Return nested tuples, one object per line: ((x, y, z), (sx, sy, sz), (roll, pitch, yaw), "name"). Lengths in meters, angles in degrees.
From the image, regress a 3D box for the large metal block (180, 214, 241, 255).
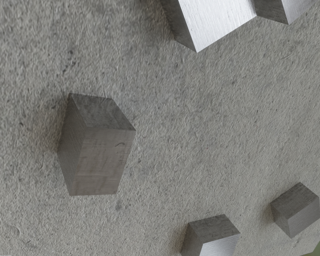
((0.091, 0.214, 0.573), (0.081, 0.050, 0.079), (-4, 120, -26), "large metal block")

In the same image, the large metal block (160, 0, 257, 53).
((0.048, -0.141, 0.329), (0.080, 0.050, 0.080), (-33, 129, -7), "large metal block")

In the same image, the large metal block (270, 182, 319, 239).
((0.287, 0.175, 0.655), (0.080, 0.050, 0.080), (-32, 129, -7), "large metal block")

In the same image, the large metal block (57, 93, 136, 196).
((-0.074, 0.017, 0.341), (0.050, 0.080, 0.079), (5, 116, -31), "large metal block")

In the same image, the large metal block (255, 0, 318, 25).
((0.137, -0.168, 0.342), (0.080, 0.080, 0.050), (-40, 129, -1), "large metal block")
